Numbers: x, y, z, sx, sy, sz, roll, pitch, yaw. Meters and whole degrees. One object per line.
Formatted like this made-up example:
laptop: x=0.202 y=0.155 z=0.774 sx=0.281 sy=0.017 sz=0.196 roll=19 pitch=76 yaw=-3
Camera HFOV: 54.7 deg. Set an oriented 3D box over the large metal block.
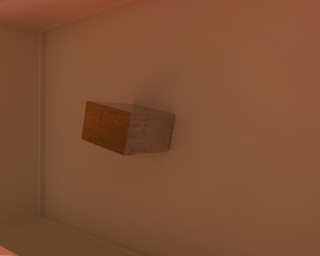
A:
large metal block: x=-0.041 y=-0.002 z=0.399 sx=0.080 sy=0.081 sz=0.050 roll=16 pitch=100 yaw=38
